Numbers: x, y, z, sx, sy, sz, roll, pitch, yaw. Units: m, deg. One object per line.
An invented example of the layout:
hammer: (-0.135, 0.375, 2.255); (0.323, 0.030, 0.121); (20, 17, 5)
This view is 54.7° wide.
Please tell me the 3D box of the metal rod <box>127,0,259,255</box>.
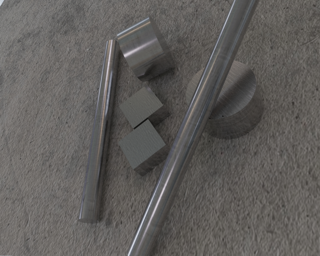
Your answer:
metal rod: (0.034, 0.001, 0.328); (0.025, 0.025, 0.299); (24, 93, 36)

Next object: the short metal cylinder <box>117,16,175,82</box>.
short metal cylinder: (-0.019, -0.113, 0.448); (0.050, 0.080, 0.080); (-24, 53, 13)

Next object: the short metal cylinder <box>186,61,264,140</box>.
short metal cylinder: (0.077, -0.033, 0.367); (0.080, 0.050, 0.080); (-13, 56, 21)

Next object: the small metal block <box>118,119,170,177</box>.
small metal block: (-0.019, 0.025, 0.398); (0.050, 0.025, 0.050); (-38, 51, 3)

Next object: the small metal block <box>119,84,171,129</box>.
small metal block: (-0.022, -0.024, 0.430); (0.050, 0.025, 0.050); (-38, 51, 3)

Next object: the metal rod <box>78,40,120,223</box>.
metal rod: (-0.084, -0.014, 0.456); (0.025, 0.025, 0.299); (-12, 56, 21)
